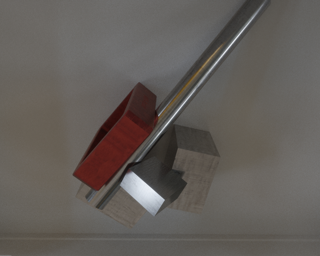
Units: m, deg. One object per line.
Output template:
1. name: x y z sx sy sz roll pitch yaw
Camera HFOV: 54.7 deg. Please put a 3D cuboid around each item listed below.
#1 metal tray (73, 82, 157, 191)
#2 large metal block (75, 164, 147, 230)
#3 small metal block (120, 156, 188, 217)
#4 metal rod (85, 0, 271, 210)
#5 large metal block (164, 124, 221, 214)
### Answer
1. metal tray: -0.045 0.003 0.354 0.030 0.130 0.090 39 106 -12
2. large metal block: -0.054 0.072 0.408 0.080 0.080 0.050 35 106 -12
3. small metal block: -0.006 0.062 0.340 0.050 0.050 0.025 38 117 19
4. metal rod: 0.022 -0.033 0.350 0.025 0.025 0.300 40 88 -14
5. large metal block: 0.035 0.050 0.401 0.050 0.080 0.079 13 110 -5
